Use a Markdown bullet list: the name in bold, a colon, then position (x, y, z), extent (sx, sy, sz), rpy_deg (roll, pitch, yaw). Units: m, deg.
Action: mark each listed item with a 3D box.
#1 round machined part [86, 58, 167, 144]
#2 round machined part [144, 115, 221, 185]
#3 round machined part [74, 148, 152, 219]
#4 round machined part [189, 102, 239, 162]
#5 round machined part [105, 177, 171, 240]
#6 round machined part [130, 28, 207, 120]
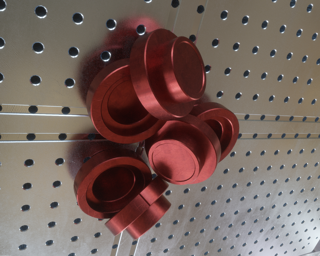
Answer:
- **round machined part**: position (-0.036, -0.034, 0.358), extent (0.099, 0.042, 0.097), rpy_deg (-14, 124, -21)
- **round machined part**: position (0.024, 0.033, 0.394), extent (0.042, 0.098, 0.097), rpy_deg (-51, 148, -52)
- **round machined part**: position (-0.063, 0.067, 0.406), extent (0.099, 0.042, 0.097), rpy_deg (-14, 124, -21)
- **round machined part**: position (0.058, 0.007, 0.435), extent (0.099, 0.042, 0.097), rpy_deg (-14, 124, -21)
- **round machined part**: position (-0.023, 0.111, 0.418), extent (0.098, 0.098, 0.042), rpy_deg (-42, 85, -4)
- **round machined part**: position (0.016, -0.060, 0.335), extent (0.098, 0.042, 0.098), rpy_deg (18, 67, -51)
